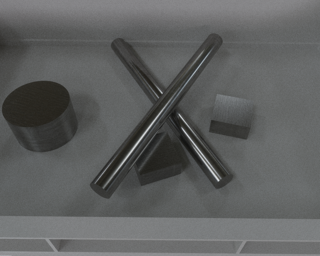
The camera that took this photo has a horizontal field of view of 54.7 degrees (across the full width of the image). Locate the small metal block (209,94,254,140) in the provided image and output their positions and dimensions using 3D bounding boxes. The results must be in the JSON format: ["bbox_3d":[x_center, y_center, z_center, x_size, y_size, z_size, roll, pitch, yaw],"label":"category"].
[{"bbox_3d":[0.097,-0.016,0.420,0.050,0.025,0.050,12,51,9],"label":"small metal block"}]

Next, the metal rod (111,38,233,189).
[{"bbox_3d":[0.001,-0.040,0.438,0.025,0.025,0.300,-23,54,-18],"label":"metal rod"}]

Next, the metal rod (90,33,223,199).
[{"bbox_3d":[0.012,-0.036,0.401,0.025,0.025,0.301,24,54,18],"label":"metal rod"}]

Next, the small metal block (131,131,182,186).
[{"bbox_3d":[-0.007,0.036,0.375,0.050,0.025,0.050,-15,52,-13],"label":"small metal block"}]

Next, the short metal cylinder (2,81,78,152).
[{"bbox_3d":[-0.152,-0.016,0.400,0.081,0.050,0.080,0,50,0],"label":"short metal cylinder"}]
